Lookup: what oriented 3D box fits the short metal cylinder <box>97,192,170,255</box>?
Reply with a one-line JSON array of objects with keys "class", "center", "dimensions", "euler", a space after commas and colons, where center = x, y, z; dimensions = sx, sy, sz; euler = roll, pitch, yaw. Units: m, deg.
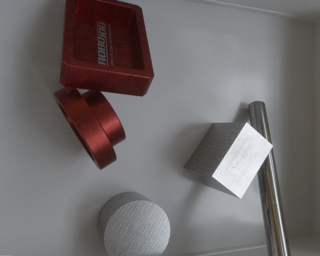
[{"class": "short metal cylinder", "center": [-0.034, 0.124, 0.386], "dimensions": [0.081, 0.050, 0.079], "euler": [0, 90, -21]}]

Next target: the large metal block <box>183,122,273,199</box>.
[{"class": "large metal block", "center": [0.089, 0.039, 0.416], "dimensions": [0.050, 0.080, 0.080], "euler": [39, 78, -16]}]

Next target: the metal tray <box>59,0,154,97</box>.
[{"class": "metal tray", "center": [-0.061, -0.097, 0.347], "dimensions": [0.091, 0.030, 0.130], "euler": [5, 52, -20]}]

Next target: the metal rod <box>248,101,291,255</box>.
[{"class": "metal rod", "center": [0.140, 0.093, 0.389], "dimensions": [0.025, 0.025, 0.300], "euler": [16, 56, -20]}]

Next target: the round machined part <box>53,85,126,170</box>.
[{"class": "round machined part", "center": [-0.074, -0.006, 0.345], "dimensions": [0.042, 0.098, 0.098], "euler": [-32, 101, -16]}]
